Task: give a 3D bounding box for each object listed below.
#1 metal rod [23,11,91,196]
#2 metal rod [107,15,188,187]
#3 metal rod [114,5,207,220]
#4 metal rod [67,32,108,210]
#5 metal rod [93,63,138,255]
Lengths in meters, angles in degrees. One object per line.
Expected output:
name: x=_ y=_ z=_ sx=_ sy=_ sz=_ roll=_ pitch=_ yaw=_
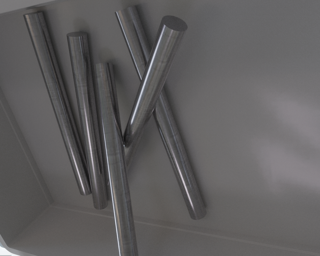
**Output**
metal rod: x=-0.147 y=-0.020 z=0.473 sx=0.025 sy=0.025 sz=0.298 roll=6 pitch=121 yaw=25
metal rod: x=-0.030 y=-0.004 z=0.395 sx=0.025 sy=0.025 sz=0.298 roll=32 pitch=137 yaw=7
metal rod: x=0.009 y=-0.003 z=0.401 sx=0.025 sy=0.025 sz=0.298 roll=-6 pitch=116 yaw=31
metal rod: x=-0.105 y=0.008 z=0.468 sx=0.025 sy=0.025 sz=0.298 roll=13 pitch=124 yaw=21
metal rod: x=-0.054 y=0.066 z=0.404 sx=0.025 sy=0.025 sz=0.298 roll=-6 pitch=92 yaw=31
